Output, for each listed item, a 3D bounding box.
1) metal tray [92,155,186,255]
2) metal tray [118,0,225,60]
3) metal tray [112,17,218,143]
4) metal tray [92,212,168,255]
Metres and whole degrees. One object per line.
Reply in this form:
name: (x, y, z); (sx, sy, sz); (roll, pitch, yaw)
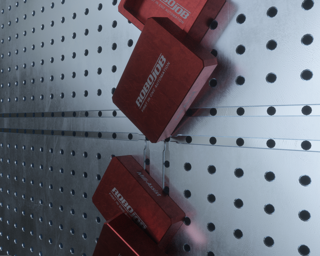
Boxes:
metal tray: (-0.035, 0.111, 0.433); (0.130, 0.030, 0.089); (43, 115, 31)
metal tray: (0.009, -0.159, 0.397); (0.130, 0.030, 0.089); (47, 118, 29)
metal tray: (-0.001, -0.056, 0.380); (0.090, 0.030, 0.129); (45, 128, 18)
metal tray: (-0.048, 0.187, 0.416); (0.090, 0.030, 0.129); (38, 126, 22)
